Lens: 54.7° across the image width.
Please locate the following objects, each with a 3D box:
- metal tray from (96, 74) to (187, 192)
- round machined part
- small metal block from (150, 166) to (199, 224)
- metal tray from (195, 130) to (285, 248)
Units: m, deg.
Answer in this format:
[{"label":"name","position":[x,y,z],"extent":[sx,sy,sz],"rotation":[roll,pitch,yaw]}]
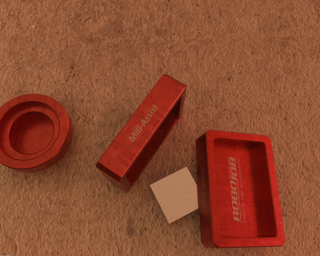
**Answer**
[{"label":"metal tray","position":[-0.017,0.009,0.369],"extent":[0.030,0.090,0.130],"rotation":[32,73,11]},{"label":"round machined part","position":[-0.160,0.009,0.395],"extent":[0.099,0.042,0.098],"rotation":[0,70,0]},{"label":"small metal block","position":[0.022,0.083,0.378],"extent":[0.050,0.025,0.050],"rotation":[-26,72,-9]},{"label":"metal tray","position":[0.092,0.071,0.365],"extent":[0.091,0.030,0.130],"rotation":[6,69,-18]}]
